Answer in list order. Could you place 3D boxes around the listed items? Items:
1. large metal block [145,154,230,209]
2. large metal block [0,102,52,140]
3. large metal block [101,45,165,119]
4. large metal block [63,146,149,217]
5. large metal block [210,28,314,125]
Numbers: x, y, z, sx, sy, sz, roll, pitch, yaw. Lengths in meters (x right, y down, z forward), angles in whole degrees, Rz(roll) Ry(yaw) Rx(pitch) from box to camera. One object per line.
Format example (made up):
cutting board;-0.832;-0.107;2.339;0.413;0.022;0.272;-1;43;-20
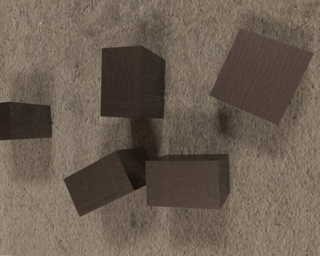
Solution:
large metal block;0.036;0.059;0.366;0.080;0.080;0.050;-2;89;19
large metal block;-0.220;-0.008;0.455;0.080;0.080;0.050;-4;89;19
large metal block;-0.031;-0.053;0.390;0.050;0.080;0.079;2;91;20
large metal block;-0.060;0.066;0.400;0.080;0.080;0.050;-29;81;17
large metal block;0.115;-0.056;0.355;0.080;0.050;0.080;26;98;17
